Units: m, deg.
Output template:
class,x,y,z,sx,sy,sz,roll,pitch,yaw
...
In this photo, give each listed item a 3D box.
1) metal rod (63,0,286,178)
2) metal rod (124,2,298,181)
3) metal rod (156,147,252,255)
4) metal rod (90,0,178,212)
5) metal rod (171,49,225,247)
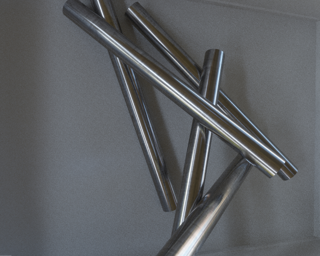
class,x,y,z,sx,sy,sz,roll,pitch,yaw
metal rod,0.006,-0.052,0.345,0.300,0.025,0.025,40,76,11
metal rod,0.068,-0.046,0.405,0.300,0.025,0.025,45,76,-3
metal rod,0.073,0.067,0.344,0.302,0.025,0.025,-30,103,-55
metal rod,-0.031,-0.034,0.398,0.025,0.025,0.298,-21,97,-19
metal rod,0.039,0.044,0.339,0.025,0.025,0.299,20,68,-19
